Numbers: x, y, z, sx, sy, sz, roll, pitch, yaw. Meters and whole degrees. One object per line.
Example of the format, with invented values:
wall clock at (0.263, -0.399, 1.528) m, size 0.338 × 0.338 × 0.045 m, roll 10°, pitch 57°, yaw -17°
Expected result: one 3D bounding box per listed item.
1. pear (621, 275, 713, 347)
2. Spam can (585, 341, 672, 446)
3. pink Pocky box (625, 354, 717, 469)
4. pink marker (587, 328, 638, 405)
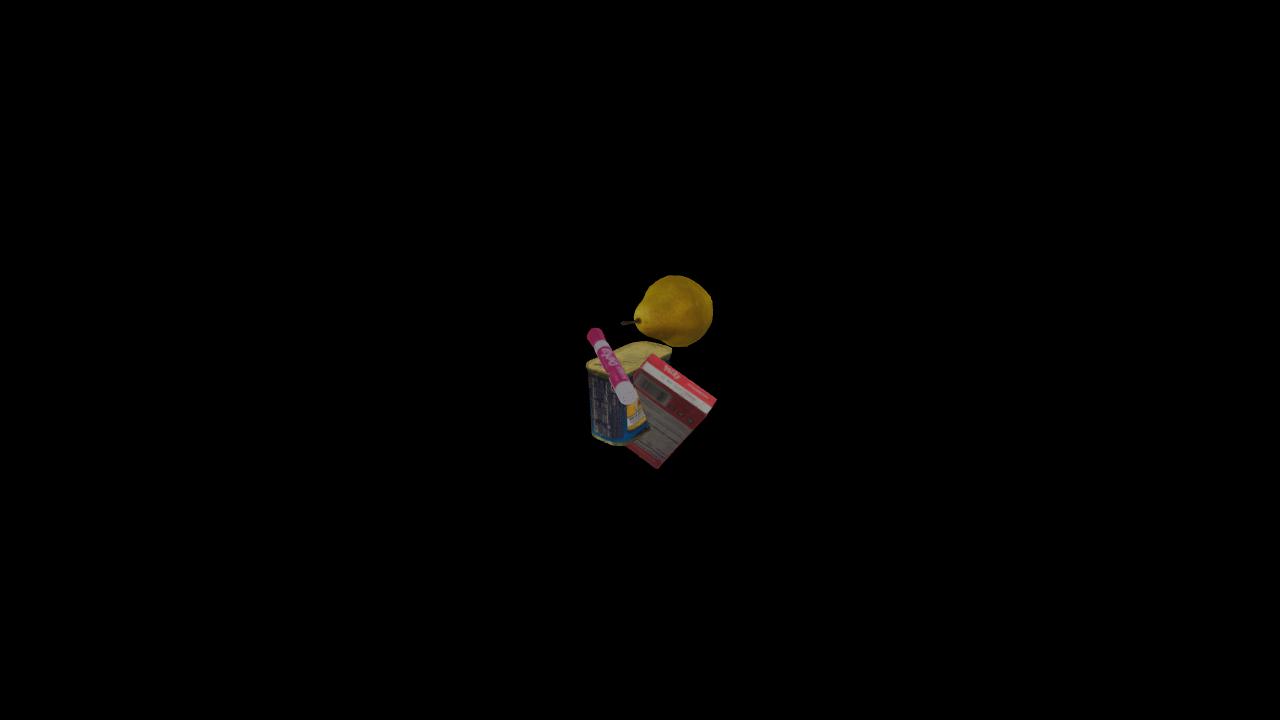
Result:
pear at (0.028, -0.047, 0.648) m, size 0.080 × 0.080 × 0.111 m, roll 0°, pitch 18°, yaw 35°
Spam can at (-0.010, 0.035, 0.676) m, size 0.058 × 0.085 × 0.101 m, roll 15°, pitch 27°, yaw 37°
pink Pocky box at (0.016, 0.061, 0.679) m, size 0.084 × 0.029 × 0.155 m, roll 36°, pitch -35°, yaw 4°
pink marker at (-0.032, 0.003, 0.641) m, size 0.020 × 0.020 × 0.121 m, roll 0°, pitch 34°, yaw -25°
